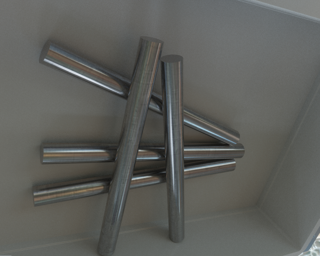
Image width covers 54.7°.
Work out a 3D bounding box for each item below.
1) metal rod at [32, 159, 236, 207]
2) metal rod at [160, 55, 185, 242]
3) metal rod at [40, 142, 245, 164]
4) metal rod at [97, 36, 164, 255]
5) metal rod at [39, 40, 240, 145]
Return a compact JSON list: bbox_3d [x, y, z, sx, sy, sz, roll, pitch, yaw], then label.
[{"bbox_3d":[-0.018,0.071,0.442,0.303,0.025,0.025,-5,121,-26],"label":"metal rod"},{"bbox_3d":[0.020,0.049,0.417,0.025,0.025,0.298,-17,125,-19],"label":"metal rod"},{"bbox_3d":[-0.003,0.033,0.426,0.303,0.025,0.025,2,118,-30],"label":"metal rod"},{"bbox_3d":[-0.042,0.041,0.377,0.025,0.025,0.298,0,119,-29],"label":"metal rod"},{"bbox_3d":[0.001,-0.030,0.390,0.302,0.025,0.025,22,107,-37],"label":"metal rod"}]
